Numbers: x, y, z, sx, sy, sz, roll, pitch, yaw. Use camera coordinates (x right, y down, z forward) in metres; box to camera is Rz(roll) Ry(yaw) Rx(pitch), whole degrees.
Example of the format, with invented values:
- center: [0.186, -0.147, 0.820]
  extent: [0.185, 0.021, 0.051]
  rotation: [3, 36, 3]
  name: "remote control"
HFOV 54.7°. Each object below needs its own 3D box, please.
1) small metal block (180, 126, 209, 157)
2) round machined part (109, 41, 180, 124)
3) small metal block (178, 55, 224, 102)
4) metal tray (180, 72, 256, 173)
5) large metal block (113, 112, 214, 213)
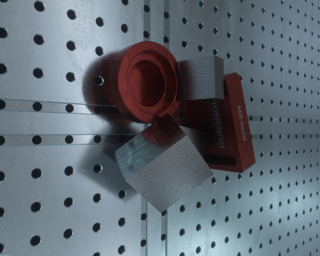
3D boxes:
- center: [0.037, 0.026, 0.436]
  extent: [0.050, 0.025, 0.050]
  rotation: [14, 86, -28]
  name: "small metal block"
- center: [-0.021, -0.054, 0.382]
  extent: [0.099, 0.042, 0.097]
  rotation: [0, 90, -40]
  name: "round machined part"
- center: [0.051, -0.059, 0.384]
  extent: [0.025, 0.050, 0.050]
  rotation: [0, 89, -55]
  name: "small metal block"
- center: [0.077, -0.006, 0.434]
  extent: [0.030, 0.090, 0.129]
  rotation: [-23, 105, -38]
  name: "metal tray"
- center: [0.005, 0.043, 0.370]
  extent: [0.080, 0.050, 0.080]
  rotation: [-37, 130, 0]
  name: "large metal block"
